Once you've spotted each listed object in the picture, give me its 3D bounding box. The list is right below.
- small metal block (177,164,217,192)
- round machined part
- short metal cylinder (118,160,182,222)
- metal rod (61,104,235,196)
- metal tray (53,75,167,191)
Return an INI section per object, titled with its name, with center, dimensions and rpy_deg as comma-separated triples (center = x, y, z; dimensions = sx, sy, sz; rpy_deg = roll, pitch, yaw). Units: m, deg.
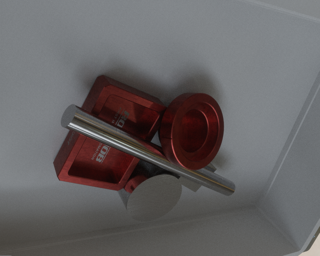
[small metal block]
center = 0.051, 0.065, 0.476
dimensions = 0.050, 0.025, 0.050
rpy_deg = -49, 129, 6
[round machined part]
center = 0.036, 0.003, 0.403
dimensions = 0.099, 0.042, 0.097
rpy_deg = -7, 101, -41
[short metal cylinder]
center = -0.017, 0.083, 0.433
dimensions = 0.081, 0.050, 0.079
rpy_deg = -14, 125, -21
[metal rod]
center = 0.010, 0.043, 0.403
dimensions = 0.301, 0.025, 0.025
rpy_deg = 29, 102, -40
[metal tray]
center = -0.060, 0.011, 0.378
dimensions = 0.091, 0.030, 0.129
rpy_deg = 20, 108, -36
